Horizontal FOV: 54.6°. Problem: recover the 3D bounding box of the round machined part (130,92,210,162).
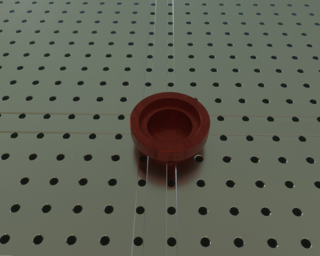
[{"bbox_3d":[0.012,0.003,0.395,0.099,0.042,0.098,0,50,0],"label":"round machined part"}]
